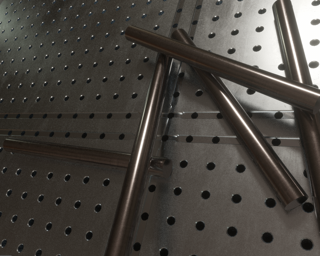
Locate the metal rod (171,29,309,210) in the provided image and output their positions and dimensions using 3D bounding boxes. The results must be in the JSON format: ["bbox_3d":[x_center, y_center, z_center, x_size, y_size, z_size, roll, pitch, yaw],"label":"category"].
[{"bbox_3d":[0.080,-0.036,0.387,0.025,0.025,0.300,-31,52,8],"label":"metal rod"}]

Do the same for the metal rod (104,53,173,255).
[{"bbox_3d":[-0.017,0.009,0.382,0.025,0.025,0.300,-7,50,24],"label":"metal rod"}]

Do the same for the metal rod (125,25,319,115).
[{"bbox_3d":[0.057,-0.087,0.397,0.300,0.025,0.025,32,79,37],"label":"metal rod"}]

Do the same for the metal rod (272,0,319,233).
[{"bbox_3d":[0.160,-0.038,0.347,0.025,0.025,0.299,-11,57,22],"label":"metal rod"}]

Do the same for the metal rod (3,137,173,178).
[{"bbox_3d":[-0.121,0.038,0.446,0.300,0.025,0.025,4,64,29],"label":"metal rod"}]
